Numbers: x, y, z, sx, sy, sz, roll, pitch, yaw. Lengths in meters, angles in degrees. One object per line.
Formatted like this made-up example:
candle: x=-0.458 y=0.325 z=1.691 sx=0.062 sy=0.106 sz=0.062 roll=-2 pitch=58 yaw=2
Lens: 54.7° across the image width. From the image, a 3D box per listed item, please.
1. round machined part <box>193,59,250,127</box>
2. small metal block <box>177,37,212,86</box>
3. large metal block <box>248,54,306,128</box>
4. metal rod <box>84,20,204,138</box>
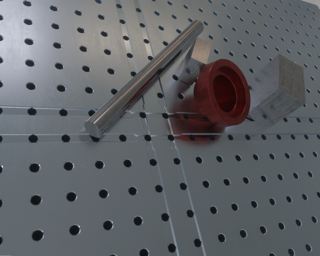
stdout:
round machined part: x=0.088 y=-0.049 z=0.460 sx=0.099 sy=0.042 sz=0.098 roll=9 pitch=75 yaw=-39
small metal block: x=0.054 y=-0.104 z=0.483 sx=0.025 sy=0.050 sz=0.050 roll=24 pitch=53 yaw=-8
large metal block: x=0.188 y=-0.060 z=0.510 sx=0.050 sy=0.080 sz=0.080 roll=25 pitch=53 yaw=-13
metal rod: x=-0.006 y=-0.089 z=0.459 sx=0.025 sy=0.025 sz=0.301 roll=40 pitch=51 yaw=-2
